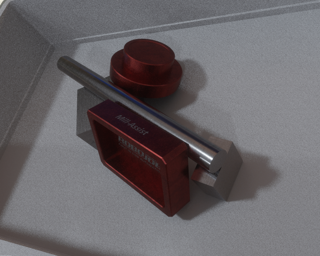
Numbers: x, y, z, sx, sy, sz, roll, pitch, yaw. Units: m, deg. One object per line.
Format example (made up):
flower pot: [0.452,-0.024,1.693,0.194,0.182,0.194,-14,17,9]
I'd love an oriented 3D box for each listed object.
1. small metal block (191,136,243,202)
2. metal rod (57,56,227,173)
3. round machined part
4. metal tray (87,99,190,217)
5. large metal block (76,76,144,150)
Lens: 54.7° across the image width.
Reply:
small metal block: [0.062,0.044,0.328,0.025,0.050,0.050,15,70,34]
metal rod: [-0.045,-0.033,0.381,0.300,0.025,0.025,33,80,38]
round machined part: [-0.017,-0.087,0.420,0.099,0.042,0.098,8,42,-7]
metal tray: [-0.026,0.031,0.351,0.030,0.089,0.130,-34,46,-30]
large metal block: [-0.068,-0.025,0.437,0.080,0.050,0.080,-20,54,16]
